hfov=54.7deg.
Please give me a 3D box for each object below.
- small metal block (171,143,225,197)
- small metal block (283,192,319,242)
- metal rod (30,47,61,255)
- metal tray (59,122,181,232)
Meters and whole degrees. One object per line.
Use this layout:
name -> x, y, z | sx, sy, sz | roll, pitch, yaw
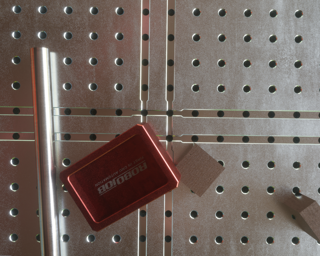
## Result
small metal block -> 0.049, 0.055, 0.414 | 0.050, 0.025, 0.050 | 40, 90, 0
small metal block -> 0.195, 0.116, 0.402 | 0.025, 0.050, 0.050 | -37, 90, 0
metal rod -> -0.152, 0.045, 0.412 | 0.025, 0.025, 0.298 | -3, 90, 0
metal tray -> -0.051, 0.062, 0.397 | 0.130, 0.030, 0.090 | -32, 90, 12
